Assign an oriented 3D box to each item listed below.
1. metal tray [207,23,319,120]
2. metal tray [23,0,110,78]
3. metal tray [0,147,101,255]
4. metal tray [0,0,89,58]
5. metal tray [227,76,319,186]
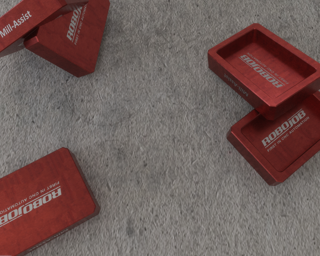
[{"bbox_3d":[0.137,-0.080,0.413,0.090,0.030,0.130,-32,56,-10],"label":"metal tray"},{"bbox_3d":[-0.122,-0.147,0.426,0.030,0.090,0.130,-9,64,38],"label":"metal tray"},{"bbox_3d":[-0.150,0.092,0.371,0.131,0.030,0.090,-28,73,-10],"label":"metal tray"},{"bbox_3d":[-0.163,-0.138,0.398,0.130,0.090,0.030,-27,109,17],"label":"metal tray"},{"bbox_3d":[0.166,0.001,0.405,0.131,0.030,0.090,-36,74,-12],"label":"metal tray"}]
